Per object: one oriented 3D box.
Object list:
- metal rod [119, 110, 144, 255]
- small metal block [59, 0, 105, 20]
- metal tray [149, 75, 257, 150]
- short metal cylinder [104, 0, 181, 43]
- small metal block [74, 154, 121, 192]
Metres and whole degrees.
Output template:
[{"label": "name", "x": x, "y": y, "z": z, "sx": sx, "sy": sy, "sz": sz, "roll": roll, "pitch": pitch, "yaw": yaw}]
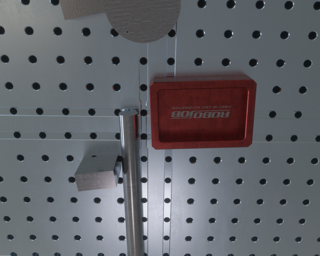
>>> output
[{"label": "metal rod", "x": -0.039, "y": 0.120, "z": 0.457, "sx": 0.025, "sy": 0.025, "sz": 0.298, "roll": -1, "pitch": 110, "yaw": 0}, {"label": "small metal block", "x": -0.089, "y": -0.155, "z": 0.355, "sx": 0.050, "sy": 0.025, "sz": 0.050, "roll": -10, "pitch": 110, "yaw": 3}, {"label": "metal tray", "x": 0.054, "y": -0.020, "z": 0.403, "sx": 0.131, "sy": 0.030, "sz": 0.089, "roll": -2, "pitch": 110, "yaw": 0}, {"label": "short metal cylinder", "x": -0.018, "y": -0.139, "z": 0.349, "sx": 0.081, "sy": 0.050, "sz": 0.079, "roll": 0, "pitch": 110, "yaw": 0}, {"label": "small metal block", "x": -0.083, "y": 0.060, "z": 0.421, "sx": 0.050, "sy": 0.050, "sz": 0.025, "roll": -6, "pitch": 110, "yaw": 2}]
